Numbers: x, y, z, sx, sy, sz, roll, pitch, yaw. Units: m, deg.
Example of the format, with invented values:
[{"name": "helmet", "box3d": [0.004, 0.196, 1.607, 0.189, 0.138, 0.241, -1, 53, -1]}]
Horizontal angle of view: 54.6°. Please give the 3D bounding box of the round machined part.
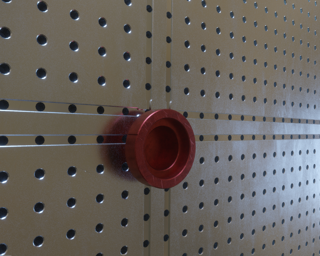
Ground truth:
[{"name": "round machined part", "box3d": [-0.004, 0.025, 0.394, 0.099, 0.042, 0.097, 0, 90, -40]}]
